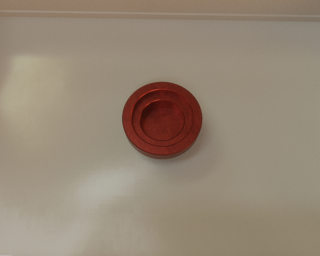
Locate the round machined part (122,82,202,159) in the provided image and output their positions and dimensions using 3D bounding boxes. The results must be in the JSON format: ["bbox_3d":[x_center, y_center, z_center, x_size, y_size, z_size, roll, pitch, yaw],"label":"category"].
[{"bbox_3d":[0.003,-0.007,0.399,0.099,0.042,0.098,0,70,-1],"label":"round machined part"}]
